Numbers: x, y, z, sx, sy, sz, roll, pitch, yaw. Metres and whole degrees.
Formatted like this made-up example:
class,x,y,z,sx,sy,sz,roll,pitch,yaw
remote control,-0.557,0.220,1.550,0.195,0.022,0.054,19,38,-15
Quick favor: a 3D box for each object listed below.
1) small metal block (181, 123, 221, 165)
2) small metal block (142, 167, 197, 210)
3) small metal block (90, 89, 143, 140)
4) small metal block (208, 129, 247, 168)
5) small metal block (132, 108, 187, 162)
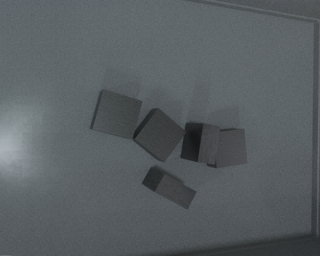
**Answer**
class,x,y,z,sx,sy,sz,roll,pitch,yaw
small metal block,0.054,0.020,0.417,0.025,0.050,0.050,10,87,-21
small metal block,0.011,0.077,0.400,0.050,0.050,0.025,32,81,-18
small metal block,-0.055,-0.016,0.388,0.050,0.025,0.050,16,85,-20
small metal block,0.095,0.028,0.445,0.050,0.025,0.050,-6,92,-20
small metal block,-0.002,0.009,0.408,0.050,0.025,0.050,41,77,-16
